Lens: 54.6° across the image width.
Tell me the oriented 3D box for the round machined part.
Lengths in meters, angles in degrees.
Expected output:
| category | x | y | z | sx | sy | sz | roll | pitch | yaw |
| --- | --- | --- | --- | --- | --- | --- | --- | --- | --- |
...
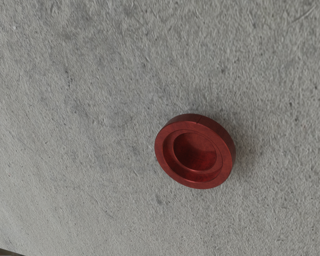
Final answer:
| category | x | y | z | sx | sy | sz | roll | pitch | yaw |
| --- | --- | --- | --- | --- | --- | --- | --- | --- | --- |
| round machined part | 0.046 | 0.025 | 0.387 | 0.098 | 0.042 | 0.097 | 13 | 124 | 21 |
